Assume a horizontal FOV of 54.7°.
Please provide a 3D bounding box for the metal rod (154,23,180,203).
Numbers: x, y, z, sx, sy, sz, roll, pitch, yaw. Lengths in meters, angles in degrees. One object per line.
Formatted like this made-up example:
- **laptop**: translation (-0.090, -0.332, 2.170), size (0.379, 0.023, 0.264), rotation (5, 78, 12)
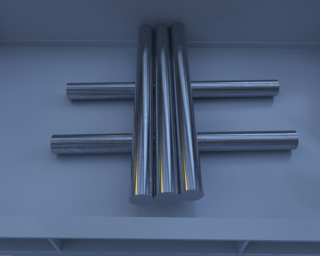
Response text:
- **metal rod**: translation (0.005, -0.045, 0.407), size (0.025, 0.025, 0.300), rotation (-1, 50, -1)

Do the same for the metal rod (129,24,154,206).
- **metal rod**: translation (-0.021, -0.043, 0.405), size (0.025, 0.025, 0.300), rotation (-1, 50, -1)

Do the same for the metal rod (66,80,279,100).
- **metal rod**: translation (0.019, -0.056, 0.450), size (0.302, 0.025, 0.025), rotation (-1, 50, -1)

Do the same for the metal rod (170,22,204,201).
- **metal rod**: translation (0.030, -0.047, 0.409), size (0.025, 0.025, 0.300), rotation (-1, 50, -1)

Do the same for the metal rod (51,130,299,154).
- **metal rod**: translation (0.019, 0.018, 0.389), size (0.302, 0.025, 0.025), rotation (-1, 50, -1)
